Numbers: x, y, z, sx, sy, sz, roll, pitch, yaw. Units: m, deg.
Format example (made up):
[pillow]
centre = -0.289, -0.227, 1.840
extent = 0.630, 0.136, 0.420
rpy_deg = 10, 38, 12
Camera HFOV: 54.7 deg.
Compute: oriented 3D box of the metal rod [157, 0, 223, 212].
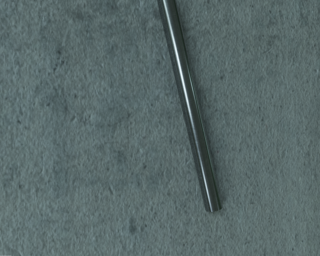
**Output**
[metal rod]
centre = 0.042, -0.031, 0.425
extent = 0.025, 0.025, 0.298
rpy_deg = -15, 95, -20
